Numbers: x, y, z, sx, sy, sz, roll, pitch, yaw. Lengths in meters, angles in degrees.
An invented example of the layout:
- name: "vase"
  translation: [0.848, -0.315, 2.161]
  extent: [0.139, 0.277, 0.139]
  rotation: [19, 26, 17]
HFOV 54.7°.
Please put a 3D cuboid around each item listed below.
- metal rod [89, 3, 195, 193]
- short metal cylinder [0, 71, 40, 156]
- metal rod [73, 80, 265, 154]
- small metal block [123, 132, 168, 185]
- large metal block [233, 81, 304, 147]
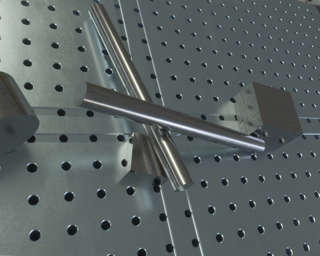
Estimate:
- name: "metal rod"
  translation: [-0.034, -0.056, 0.404]
  extent: [0.025, 0.025, 0.299]
  rotation: [-10, 60, -33]
- name: "short metal cylinder"
  translation: [-0.164, -0.009, 0.291]
  extent: [0.081, 0.080, 0.050]
  rotation: [-26, 76, -37]
- name: "metal rod"
  translation: [0.039, -0.002, 0.380]
  extent: [0.302, 0.025, 0.025]
  rotation: [15, 54, -40]
- name: "small metal block"
  translation: [-0.015, 0.038, 0.379]
  extent: [0.050, 0.025, 0.050]
  rotation: [15, 55, -20]
- name: "large metal block"
  translation: [0.172, -0.021, 0.500]
  extent: [0.081, 0.050, 0.080]
  rotation: [10, 57, -23]
